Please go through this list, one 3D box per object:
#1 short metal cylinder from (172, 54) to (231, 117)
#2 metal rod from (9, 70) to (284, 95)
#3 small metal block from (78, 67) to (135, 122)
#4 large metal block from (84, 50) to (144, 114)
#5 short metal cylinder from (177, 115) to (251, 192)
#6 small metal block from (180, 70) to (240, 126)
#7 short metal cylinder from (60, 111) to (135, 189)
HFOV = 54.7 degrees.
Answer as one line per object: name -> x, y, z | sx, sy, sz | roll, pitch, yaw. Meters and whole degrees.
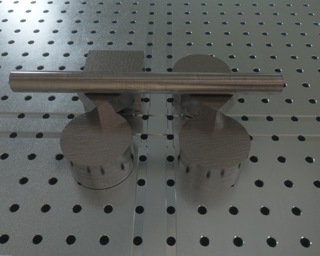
short metal cylinder -> 0.057, -0.061, 0.443 | 0.080, 0.050, 0.080 | 0, 50, 0
metal rod -> -0.015, -0.051, 0.353 | 0.302, 0.025, 0.025 | 1, 50, 0
small metal block -> -0.067, -0.042, 0.378 | 0.050, 0.025, 0.050 | -33, 57, -25
large metal block -> -0.065, -0.067, 0.446 | 0.080, 0.050, 0.080 | 1, 50, 1
short metal cylinder -> 0.062, 0.028, 0.368 | 0.080, 0.050, 0.080 | 0, 50, 0
small metal block -> 0.061, -0.038, 0.375 | 0.050, 0.025, 0.050 | 33, 57, 24
short metal cylinder -> -0.072, 0.025, 0.369 | 0.080, 0.050, 0.080 | 0, 50, 0
